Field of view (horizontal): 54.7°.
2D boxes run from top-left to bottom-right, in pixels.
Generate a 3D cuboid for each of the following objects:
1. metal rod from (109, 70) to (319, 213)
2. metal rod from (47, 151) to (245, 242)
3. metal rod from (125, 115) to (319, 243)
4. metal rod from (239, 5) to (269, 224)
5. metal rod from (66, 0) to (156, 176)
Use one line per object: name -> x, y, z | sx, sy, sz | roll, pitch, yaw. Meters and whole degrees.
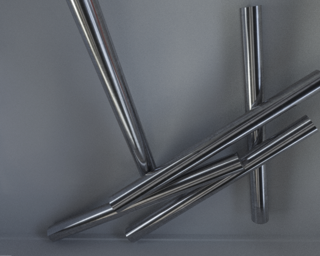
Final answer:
metal rod -> 0.066, 0.021, 0.387 | 0.300, 0.025, 0.025 | -32, 107, 7
metal rod -> -0.031, 0.100, 0.426 | 0.300, 0.025, 0.025 | -25, 109, 17
metal rod -> 0.070, 0.078, 0.422 | 0.300, 0.025, 0.025 | -36, 106, 19
metal rod -> 0.127, -0.003, 0.411 | 0.025, 0.025, 0.298 | -8, 110, 3
metal rod -> -0.041, -0.026, 0.337 | 0.025, 0.025, 0.299 | -12, 134, 4
